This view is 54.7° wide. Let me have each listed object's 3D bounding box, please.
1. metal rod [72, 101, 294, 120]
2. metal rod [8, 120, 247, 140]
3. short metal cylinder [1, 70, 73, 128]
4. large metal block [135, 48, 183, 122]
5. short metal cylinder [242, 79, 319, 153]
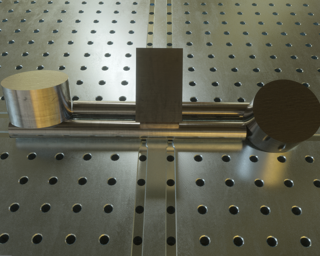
[{"bbox_3d":[0.033,-0.024,0.427,0.302,0.025,0.025,1,50,0],"label":"metal rod"},{"bbox_3d":[-0.041,0.002,0.404,0.302,0.025,0.025,1,50,0],"label":"metal rod"},{"bbox_3d":[-0.158,-0.040,0.405,0.081,0.050,0.080,0,27,0],"label":"short metal cylinder"},{"bbox_3d":[0.000,-0.048,0.373,0.050,0.080,0.079,1,92,0],"label":"large metal block"},{"bbox_3d":[0.149,-0.013,0.386,0.081,0.050,0.080,0,72,0],"label":"short metal cylinder"}]
